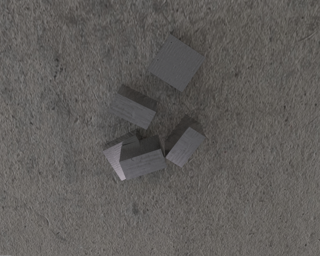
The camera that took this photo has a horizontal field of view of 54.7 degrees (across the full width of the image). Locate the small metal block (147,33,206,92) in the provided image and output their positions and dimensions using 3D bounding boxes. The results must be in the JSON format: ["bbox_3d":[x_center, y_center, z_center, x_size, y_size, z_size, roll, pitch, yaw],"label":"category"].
[{"bbox_3d":[0.020,-0.080,0.380,0.050,0.025,0.050,31,107,-11],"label":"small metal block"}]

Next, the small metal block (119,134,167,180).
[{"bbox_3d":[-0.021,0.035,0.382,0.050,0.050,0.025,-18,108,2],"label":"small metal block"}]

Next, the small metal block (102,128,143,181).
[{"bbox_3d":[-0.042,0.036,0.423,0.050,0.025,0.050,-27,108,9],"label":"small metal block"}]

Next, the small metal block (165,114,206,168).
[{"bbox_3d":[0.031,0.015,0.402,0.025,0.050,0.050,33,107,-11],"label":"small metal block"}]

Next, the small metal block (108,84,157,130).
[{"bbox_3d":[-0.033,-0.028,0.386,0.050,0.050,0.025,26,108,-9],"label":"small metal block"}]
